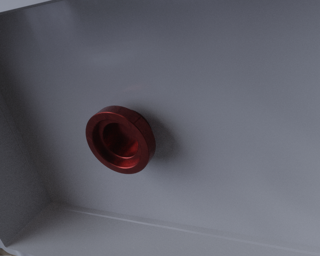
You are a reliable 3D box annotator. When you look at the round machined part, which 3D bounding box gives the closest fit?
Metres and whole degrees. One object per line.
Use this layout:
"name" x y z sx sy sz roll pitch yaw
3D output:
"round machined part" -0.050 0.012 0.430 0.098 0.042 0.097 13 124 20
